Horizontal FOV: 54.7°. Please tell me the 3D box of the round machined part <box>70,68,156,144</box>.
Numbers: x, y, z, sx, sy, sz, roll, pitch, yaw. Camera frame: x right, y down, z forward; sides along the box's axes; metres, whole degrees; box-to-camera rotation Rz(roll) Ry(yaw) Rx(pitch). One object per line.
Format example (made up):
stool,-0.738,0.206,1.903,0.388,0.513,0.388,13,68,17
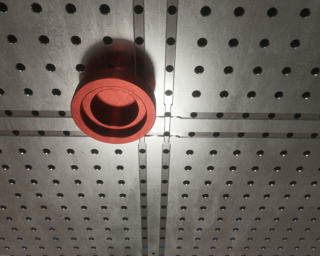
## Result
round machined part,-0.054,-0.030,0.375,0.099,0.042,0.097,-1,130,0
